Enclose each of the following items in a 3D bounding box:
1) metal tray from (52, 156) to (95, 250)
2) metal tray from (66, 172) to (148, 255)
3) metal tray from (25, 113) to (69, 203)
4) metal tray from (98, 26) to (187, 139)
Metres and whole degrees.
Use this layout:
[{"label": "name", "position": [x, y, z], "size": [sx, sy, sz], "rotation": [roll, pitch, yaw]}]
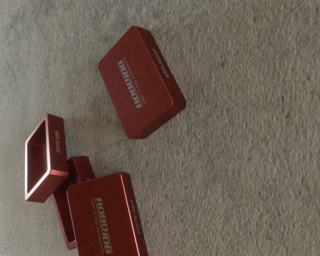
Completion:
[{"label": "metal tray", "position": [-0.136, 0.122, 0.510], "size": [0.090, 0.030, 0.130], "rotation": [-37, 68, 33]}, {"label": "metal tray", "position": [-0.076, 0.136, 0.441], "size": [0.090, 0.030, 0.129], "rotation": [-18, 78, 15]}, {"label": "metal tray", "position": [-0.198, 0.050, 0.532], "size": [0.090, 0.030, 0.130], "rotation": [-44, 45, 27]}, {"label": "metal tray", "position": [-0.029, -0.061, 0.424], "size": [0.090, 0.030, 0.130], "rotation": [-38, 67, 33]}]
